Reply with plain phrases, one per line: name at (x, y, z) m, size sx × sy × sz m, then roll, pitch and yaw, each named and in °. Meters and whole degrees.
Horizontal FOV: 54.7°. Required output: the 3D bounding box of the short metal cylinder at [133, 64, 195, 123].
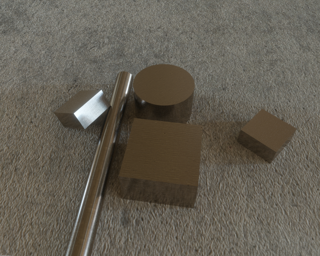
short metal cylinder at (0.005, -0.042, 0.423) m, size 0.081 × 0.050 × 0.080 m, roll 0°, pitch 50°, yaw 0°

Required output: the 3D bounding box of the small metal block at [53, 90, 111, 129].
small metal block at (-0.103, -0.025, 0.409) m, size 0.050 × 0.025 × 0.050 m, roll 5°, pitch 43°, yaw 43°

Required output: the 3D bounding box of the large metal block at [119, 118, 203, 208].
large metal block at (0.004, 0.039, 0.354) m, size 0.080 × 0.050 × 0.080 m, roll 7°, pitch 50°, yaw 5°

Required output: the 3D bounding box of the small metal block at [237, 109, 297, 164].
small metal block at (0.136, 0.009, 0.397) m, size 0.050 × 0.025 × 0.050 m, roll 36°, pitch 58°, yaw 26°

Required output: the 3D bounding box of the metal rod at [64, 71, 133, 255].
metal rod at (-0.068, 0.039, 0.369) m, size 0.025 × 0.025 × 0.300 m, roll 5°, pitch 50°, yaw 4°
